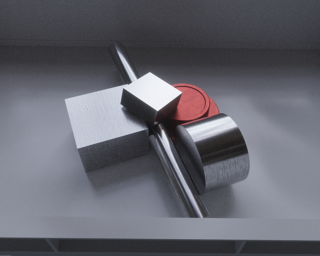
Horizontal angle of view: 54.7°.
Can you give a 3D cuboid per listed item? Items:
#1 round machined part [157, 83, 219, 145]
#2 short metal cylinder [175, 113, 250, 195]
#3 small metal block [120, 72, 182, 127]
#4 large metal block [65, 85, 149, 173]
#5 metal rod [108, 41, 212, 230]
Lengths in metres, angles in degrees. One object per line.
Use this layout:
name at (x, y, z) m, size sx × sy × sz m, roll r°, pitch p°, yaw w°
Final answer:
round machined part at (0.030, -0.021, 0.410) m, size 0.099 × 0.042 × 0.098 m, roll 0°, pitch 50°, yaw 0°
short metal cylinder at (0.055, 0.028, 0.344) m, size 0.050 × 0.080 × 0.080 m, roll -16°, pitch 52°, yaw -13°
small metal block at (-0.010, -0.035, 0.370) m, size 0.050 × 0.025 × 0.050 m, roll 35°, pitch 46°, yaw 17°
large metal block at (-0.065, -0.001, 0.384) m, size 0.081 × 0.050 × 0.080 m, roll -16°, pitch 52°, yaw -13°
metal rod at (-0.014, -0.015, 0.389) m, size 0.025 × 0.025 × 0.300 m, roll -16°, pitch 52°, yaw -13°
